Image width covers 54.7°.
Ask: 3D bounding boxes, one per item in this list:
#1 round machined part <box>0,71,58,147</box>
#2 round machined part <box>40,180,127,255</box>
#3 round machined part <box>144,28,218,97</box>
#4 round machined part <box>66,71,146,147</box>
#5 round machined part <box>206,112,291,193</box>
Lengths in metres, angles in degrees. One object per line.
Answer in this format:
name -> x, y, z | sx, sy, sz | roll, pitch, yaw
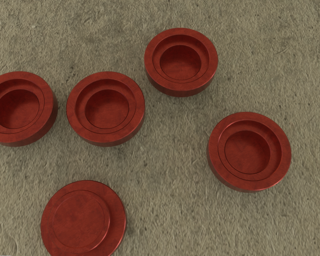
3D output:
round machined part -> -0.183, -0.022, 0.406 | 0.099, 0.042, 0.098 | 0, 70, 0
round machined part -> -0.089, 0.109, 0.359 | 0.099, 0.042, 0.098 | 0, 70, 0
round machined part -> 0.028, -0.086, 0.431 | 0.099, 0.042, 0.098 | 0, 70, 0
round machined part -> -0.068, -0.021, 0.406 | 0.099, 0.042, 0.098 | 0, 70, 0
round machined part -> 0.107, 0.032, 0.388 | 0.099, 0.042, 0.098 | 0, 70, 0
